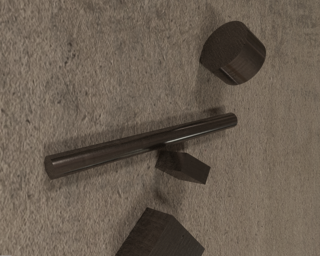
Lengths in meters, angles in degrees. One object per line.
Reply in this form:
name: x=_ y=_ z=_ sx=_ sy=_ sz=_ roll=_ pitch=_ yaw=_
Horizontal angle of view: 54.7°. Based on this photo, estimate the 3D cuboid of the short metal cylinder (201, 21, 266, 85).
short metal cylinder: x=0.109 y=-0.111 z=0.462 sx=0.050 sy=0.080 sz=0.080 roll=29 pitch=72 yaw=-37

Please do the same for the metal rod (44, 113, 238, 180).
metal rod: x=0.002 y=0.014 z=0.408 sx=0.302 sy=0.025 sz=0.025 roll=-13 pitch=99 yaw=-39

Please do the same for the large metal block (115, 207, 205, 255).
large metal block: x=0.000 y=0.161 z=0.391 sx=0.080 sy=0.050 sz=0.080 roll=52 pitch=60 yaw=-28

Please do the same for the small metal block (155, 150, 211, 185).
small metal block: x=0.031 y=0.053 z=0.416 sx=0.050 sy=0.050 sz=0.025 roll=32 pitch=70 yaw=-36
